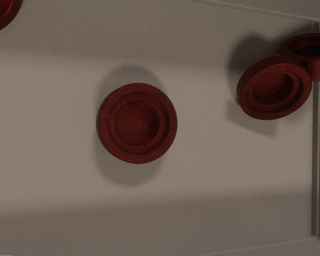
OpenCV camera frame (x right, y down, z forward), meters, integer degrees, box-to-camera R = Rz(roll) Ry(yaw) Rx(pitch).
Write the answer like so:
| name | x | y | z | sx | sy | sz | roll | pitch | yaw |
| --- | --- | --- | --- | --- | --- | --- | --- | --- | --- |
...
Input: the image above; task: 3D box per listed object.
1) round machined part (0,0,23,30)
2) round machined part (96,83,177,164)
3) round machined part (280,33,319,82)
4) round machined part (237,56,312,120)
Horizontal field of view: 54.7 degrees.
| name | x | y | z | sx | sy | sz | roll | pitch | yaw |
| --- | --- | --- | --- | --- | --- | --- | --- | --- | --- |
| round machined part | -0.195 | -0.146 | 0.310 | 0.098 | 0.098 | 0.042 | -43 | 65 | -15 |
| round machined part | -0.031 | -0.006 | 0.391 | 0.099 | 0.042 | 0.097 | 0 | 90 | -21 |
| round machined part | 0.232 | -0.104 | 0.466 | 0.099 | 0.098 | 0.042 | -27 | 128 | -18 |
| round machined part | 0.159 | -0.061 | 0.444 | 0.099 | 0.097 | 0.042 | 20 | 39 | -19 |
